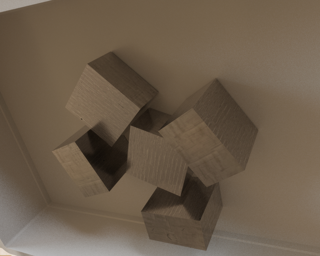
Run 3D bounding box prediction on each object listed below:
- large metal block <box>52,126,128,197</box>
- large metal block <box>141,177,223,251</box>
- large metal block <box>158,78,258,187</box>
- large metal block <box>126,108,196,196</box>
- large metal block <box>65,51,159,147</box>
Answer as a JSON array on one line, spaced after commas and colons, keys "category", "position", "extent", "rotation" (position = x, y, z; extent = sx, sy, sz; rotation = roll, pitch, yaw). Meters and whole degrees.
[{"category": "large metal block", "position": [-0.089, 0.038, 0.440], "extent": [0.050, 0.080, 0.080], "rotation": [-20, 108, 35]}, {"category": "large metal block", "position": [0.033, 0.111, 0.422], "extent": [0.080, 0.080, 0.050], "rotation": [1, 119, 27]}, {"category": "large metal block", "position": [0.057, 0.003, 0.342], "extent": [0.080, 0.080, 0.050], "rotation": [49, 128, -7]}, {"category": "large metal block", "position": [0.006, 0.031, 0.405], "extent": [0.080, 0.050, 0.079], "rotation": [20, 126, 15]}, {"category": "large metal block", "position": [-0.063, -0.036, 0.399], "extent": [0.080, 0.050, 0.080], "rotation": [41, 129, 0]}]
